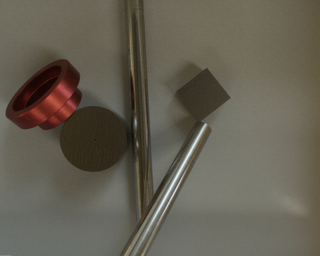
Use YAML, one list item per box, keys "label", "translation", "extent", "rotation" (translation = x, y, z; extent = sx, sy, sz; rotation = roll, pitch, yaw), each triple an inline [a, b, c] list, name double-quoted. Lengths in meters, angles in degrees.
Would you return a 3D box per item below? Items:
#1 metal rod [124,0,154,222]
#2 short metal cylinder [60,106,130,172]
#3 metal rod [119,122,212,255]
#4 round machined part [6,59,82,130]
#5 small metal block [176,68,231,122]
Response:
- label: "metal rod"
  translation: [-0.027, -0.026, 0.411]
  extent: [0.025, 0.025, 0.298]
  rotation: [-3, 90, -1]
- label: "short metal cylinder"
  translation: [-0.081, 0.013, 0.398]
  extent: [0.081, 0.050, 0.079]
  rotation: [0, 90, -1]
- label: "metal rod"
  translation: [-0.013, 0.109, 0.338]
  extent: [0.025, 0.025, 0.301]
  rotation: [33, 59, 0]
- label: "round machined part"
  translation: [-0.137, -0.036, 0.383]
  extent: [0.098, 0.098, 0.042]
  rotation: [-40, 127, 0]
- label: "small metal block"
  translation: [0.056, -0.043, 0.412]
  extent: [0.050, 0.025, 0.050]
  rotation: [-38, 90, -1]
